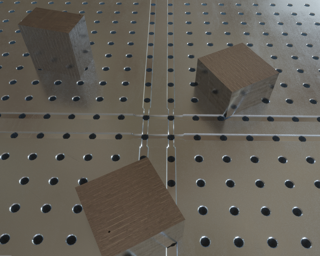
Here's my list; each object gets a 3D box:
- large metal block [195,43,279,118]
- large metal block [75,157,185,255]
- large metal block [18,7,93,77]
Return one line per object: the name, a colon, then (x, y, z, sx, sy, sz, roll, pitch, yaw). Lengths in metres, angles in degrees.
large metal block: (0.109, -0.072, 0.452, 0.081, 0.050, 0.080, -23, 54, -18)
large metal block: (-0.031, 0.088, 0.317, 0.081, 0.050, 0.080, -22, 53, -17)
large metal block: (-0.158, -0.133, 0.483, 0.080, 0.080, 0.050, 12, 51, 10)
